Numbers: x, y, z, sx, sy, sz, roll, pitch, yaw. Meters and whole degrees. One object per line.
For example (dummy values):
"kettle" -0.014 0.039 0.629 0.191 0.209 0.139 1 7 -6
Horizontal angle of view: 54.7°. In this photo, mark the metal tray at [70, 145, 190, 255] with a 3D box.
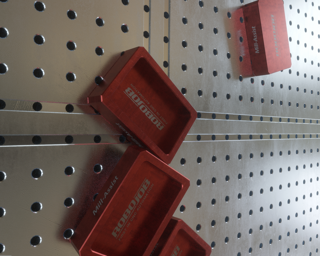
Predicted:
"metal tray" -0.030 0.097 0.365 0.090 0.030 0.130 38 78 -34

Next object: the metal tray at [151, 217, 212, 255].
"metal tray" 0.010 0.197 0.416 0.090 0.030 0.130 49 61 -29

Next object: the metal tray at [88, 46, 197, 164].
"metal tray" -0.015 -0.026 0.394 0.130 0.030 0.090 47 62 -30

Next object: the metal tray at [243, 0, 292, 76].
"metal tray" 0.203 -0.169 0.579 0.091 0.030 0.129 -21 103 -38
